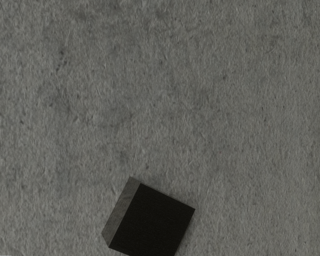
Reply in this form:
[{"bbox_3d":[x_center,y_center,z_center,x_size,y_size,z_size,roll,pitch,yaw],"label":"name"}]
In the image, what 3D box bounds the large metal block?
[{"bbox_3d":[-0.015,0.117,0.390,0.080,0.050,0.080,29,80,-18],"label":"large metal block"}]
